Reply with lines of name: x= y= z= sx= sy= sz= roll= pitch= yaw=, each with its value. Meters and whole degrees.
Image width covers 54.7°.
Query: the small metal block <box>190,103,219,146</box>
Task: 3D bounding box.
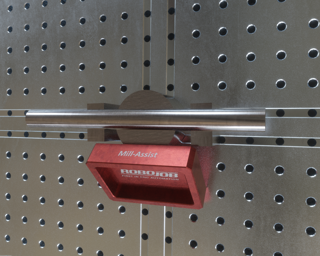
small metal block: x=0.056 y=-0.004 z=0.380 sx=0.025 sy=0.050 sz=0.050 roll=-1 pitch=90 yaw=20

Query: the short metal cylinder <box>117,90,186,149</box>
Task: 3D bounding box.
short metal cylinder: x=-0.010 y=-0.007 z=0.402 sx=0.080 sy=0.050 sz=0.080 roll=0 pitch=90 yaw=20

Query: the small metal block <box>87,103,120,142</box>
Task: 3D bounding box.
small metal block: x=-0.075 y=-0.007 z=0.426 sx=0.025 sy=0.050 sz=0.050 roll=-1 pitch=90 yaw=20

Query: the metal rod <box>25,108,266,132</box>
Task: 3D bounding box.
metal rod: x=-0.033 y=-0.010 z=0.371 sx=0.301 sy=0.025 sz=0.025 roll=1 pitch=90 yaw=20

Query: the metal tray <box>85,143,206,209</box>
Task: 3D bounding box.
metal tray: x=-0.015 y=0.060 z=0.385 sx=0.130 sy=0.090 sz=0.030 roll=1 pitch=47 yaw=20
